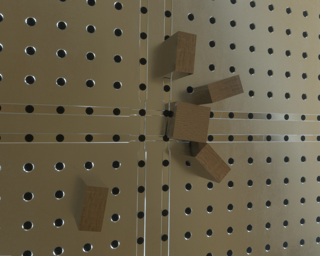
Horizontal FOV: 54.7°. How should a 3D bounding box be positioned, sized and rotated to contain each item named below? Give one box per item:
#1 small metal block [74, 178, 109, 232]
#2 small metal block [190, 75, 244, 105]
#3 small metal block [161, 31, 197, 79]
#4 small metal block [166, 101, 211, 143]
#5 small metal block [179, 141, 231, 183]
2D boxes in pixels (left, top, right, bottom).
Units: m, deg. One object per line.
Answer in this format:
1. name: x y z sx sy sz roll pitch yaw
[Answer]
1. small metal block: -0.083 0.090 0.370 0.025 0.050 0.050 11 86 -20
2. small metal block: 0.078 -0.052 0.430 0.050 0.050 0.025 -19 97 -19
3. small metal block: 0.024 -0.094 0.409 0.025 0.050 0.050 5 88 -20
4. small metal block: 0.039 -0.007 0.428 0.050 0.025 0.050 9 87 -20
5. small metal block: 0.060 0.045 0.423 0.025 0.050 0.050 -47 105 -14
